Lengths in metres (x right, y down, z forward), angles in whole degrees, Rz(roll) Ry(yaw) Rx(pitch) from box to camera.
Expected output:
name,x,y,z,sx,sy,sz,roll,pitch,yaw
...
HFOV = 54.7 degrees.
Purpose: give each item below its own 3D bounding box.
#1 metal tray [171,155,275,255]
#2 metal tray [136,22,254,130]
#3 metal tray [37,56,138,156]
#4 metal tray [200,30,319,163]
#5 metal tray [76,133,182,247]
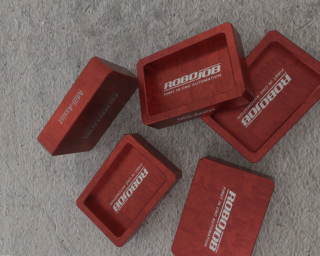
name,x,y,z,sx,sy,sz,roll,pitch,yaw
metal tray,0.076,0.108,0.379,0.090,0.030,0.129,19,96,19
metal tray,0.036,-0.058,0.370,0.130,0.030,0.090,-16,70,29
metal tray,-0.089,-0.025,0.405,0.030,0.090,0.130,41,103,15
metal tray,0.121,-0.035,0.363,0.090,0.030,0.130,44,103,14
metal tray,-0.044,0.083,0.421,0.090,0.030,0.130,40,102,15
